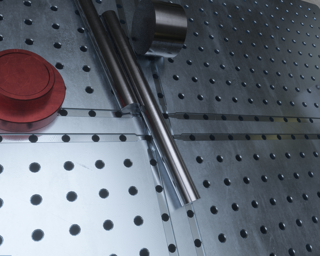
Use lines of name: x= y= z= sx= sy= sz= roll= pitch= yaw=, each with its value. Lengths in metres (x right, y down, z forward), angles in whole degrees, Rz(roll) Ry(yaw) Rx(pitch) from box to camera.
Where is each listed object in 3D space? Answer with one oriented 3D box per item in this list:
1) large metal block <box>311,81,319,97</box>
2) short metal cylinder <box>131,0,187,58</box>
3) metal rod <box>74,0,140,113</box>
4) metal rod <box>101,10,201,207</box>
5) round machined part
large metal block: x=0.378 y=-0.076 z=0.641 sx=0.081 sy=0.050 sz=0.080 roll=-20 pitch=72 yaw=-35
short metal cylinder: x=-0.003 y=-0.147 z=0.461 sx=0.050 sy=0.080 sz=0.080 roll=-2 pitch=63 yaw=-29
metal rod: x=-0.098 y=-0.155 z=0.449 sx=0.025 sy=0.025 sz=0.299 roll=-13 pitch=68 yaw=-33
metal rod: x=-0.020 y=-0.040 z=0.421 sx=0.025 sy=0.025 sz=0.299 roll=-12 pitch=68 yaw=-33
round machined part: x=-0.155 y=-0.048 z=0.343 sx=0.099 sy=0.042 sz=0.098 roll=14 pitch=56 yaw=-21
